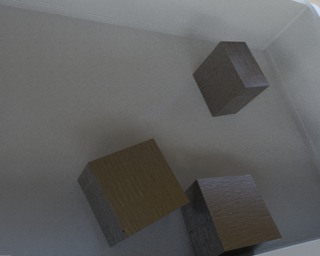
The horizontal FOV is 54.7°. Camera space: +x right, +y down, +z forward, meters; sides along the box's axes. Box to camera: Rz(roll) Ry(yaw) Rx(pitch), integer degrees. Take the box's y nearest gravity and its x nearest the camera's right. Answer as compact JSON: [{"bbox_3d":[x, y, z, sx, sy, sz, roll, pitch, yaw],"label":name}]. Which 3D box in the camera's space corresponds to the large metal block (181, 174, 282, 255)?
[{"bbox_3d":[0.078,0.104,0.360,0.081,0.050,0.080,0,53,-28],"label":"large metal block"}]

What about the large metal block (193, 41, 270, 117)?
[{"bbox_3d":[0.105,-0.073,0.471,0.050,0.080,0.080,-9,66,-32],"label":"large metal block"}]

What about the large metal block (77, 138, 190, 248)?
[{"bbox_3d":[-0.029,0.067,0.333,0.081,0.050,0.080,-20,72,-35],"label":"large metal block"}]
